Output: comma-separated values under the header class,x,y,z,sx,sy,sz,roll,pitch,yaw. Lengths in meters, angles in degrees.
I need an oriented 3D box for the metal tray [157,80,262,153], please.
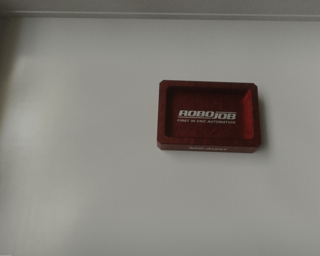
class,x,y,z,sx,sy,sz,roll,pitch,yaw
metal tray,0.063,-0.016,0.412,0.131,0.030,0.090,2,70,1
